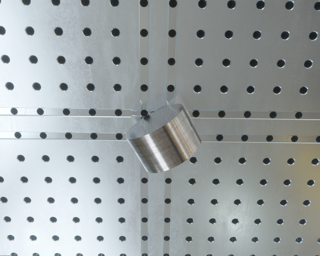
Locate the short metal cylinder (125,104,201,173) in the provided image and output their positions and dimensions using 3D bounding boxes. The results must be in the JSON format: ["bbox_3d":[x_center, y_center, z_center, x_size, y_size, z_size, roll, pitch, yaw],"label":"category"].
[{"bbox_3d":[0.004,0.012,0.388,0.080,0.080,0.050,-27,107,9],"label":"short metal cylinder"}]
